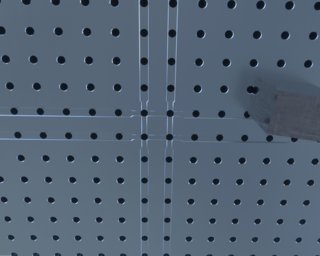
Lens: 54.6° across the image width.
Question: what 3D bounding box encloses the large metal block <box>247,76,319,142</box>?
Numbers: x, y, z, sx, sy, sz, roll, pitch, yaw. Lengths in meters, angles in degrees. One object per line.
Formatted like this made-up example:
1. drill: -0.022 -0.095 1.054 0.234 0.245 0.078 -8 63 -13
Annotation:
1. large metal block: 0.162 -0.025 0.376 0.080 0.080 0.050 9 110 -3
